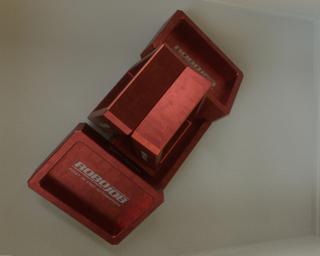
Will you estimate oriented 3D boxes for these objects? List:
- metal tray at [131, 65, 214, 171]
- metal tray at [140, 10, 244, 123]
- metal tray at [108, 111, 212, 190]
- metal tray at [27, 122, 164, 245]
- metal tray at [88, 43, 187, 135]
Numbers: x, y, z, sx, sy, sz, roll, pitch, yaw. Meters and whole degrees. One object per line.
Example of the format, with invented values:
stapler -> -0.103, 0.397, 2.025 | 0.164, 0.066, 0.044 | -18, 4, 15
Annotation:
metal tray -> 0.011, -0.003, 0.345 | 0.030, 0.130, 0.090 | 37, 77, 7
metal tray -> 0.047, -0.081, 0.406 | 0.130, 0.030, 0.090 | 41, 52, -16
metal tray -> 0.001, 0.006, 0.407 | 0.090, 0.030, 0.130 | 41, 77, -16
metal tray -> -0.071, 0.067, 0.362 | 0.130, 0.030, 0.090 | 42, 101, -16
metal tray -> -0.032, -0.037, 0.341 | 0.030, 0.130, 0.090 | 42, 77, -15
